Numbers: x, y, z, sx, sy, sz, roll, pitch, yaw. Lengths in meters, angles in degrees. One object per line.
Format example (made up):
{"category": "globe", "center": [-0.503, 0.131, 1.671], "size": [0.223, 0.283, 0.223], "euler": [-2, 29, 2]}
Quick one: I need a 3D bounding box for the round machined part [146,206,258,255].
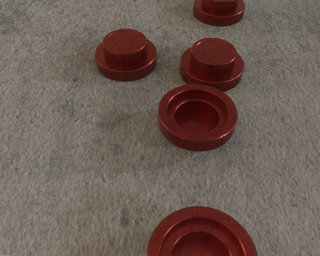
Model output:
{"category": "round machined part", "center": [0.037, 0.127, 0.286], "size": [0.099, 0.042, 0.098], "euler": [0, 50, 0]}

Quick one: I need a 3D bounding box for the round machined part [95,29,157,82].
{"category": "round machined part", "center": [-0.054, -0.122, 0.494], "size": [0.099, 0.042, 0.098], "euler": [0, 50, 0]}

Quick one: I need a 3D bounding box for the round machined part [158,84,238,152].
{"category": "round machined part", "center": [0.047, -0.009, 0.400], "size": [0.099, 0.042, 0.098], "euler": [0, 50, 0]}

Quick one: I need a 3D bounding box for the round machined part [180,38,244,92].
{"category": "round machined part", "center": [0.081, -0.103, 0.480], "size": [0.099, 0.042, 0.098], "euler": [0, 50, 0]}

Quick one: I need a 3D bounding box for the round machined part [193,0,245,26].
{"category": "round machined part", "center": [0.115, -0.241, 0.596], "size": [0.099, 0.042, 0.098], "euler": [0, 50, 0]}
